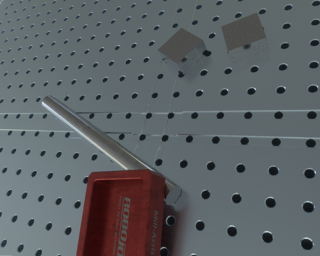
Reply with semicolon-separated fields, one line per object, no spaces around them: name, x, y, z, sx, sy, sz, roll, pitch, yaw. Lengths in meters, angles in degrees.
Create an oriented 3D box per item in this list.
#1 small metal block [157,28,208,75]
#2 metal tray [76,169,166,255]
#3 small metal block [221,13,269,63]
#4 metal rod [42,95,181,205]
small metal block;0.033;-0.115;0.460;0.050;0.025;0.050;-44;51;-2
metal tray;-0.044;0.113;0.338;0.090;0.030;0.130;-7;67;30
small metal block;0.115;-0.123;0.422;0.050;0.025;0.050;-17;55;18
metal rod;-0.088;0.016;0.442;0.300;0.025;0.025;30;79;37
